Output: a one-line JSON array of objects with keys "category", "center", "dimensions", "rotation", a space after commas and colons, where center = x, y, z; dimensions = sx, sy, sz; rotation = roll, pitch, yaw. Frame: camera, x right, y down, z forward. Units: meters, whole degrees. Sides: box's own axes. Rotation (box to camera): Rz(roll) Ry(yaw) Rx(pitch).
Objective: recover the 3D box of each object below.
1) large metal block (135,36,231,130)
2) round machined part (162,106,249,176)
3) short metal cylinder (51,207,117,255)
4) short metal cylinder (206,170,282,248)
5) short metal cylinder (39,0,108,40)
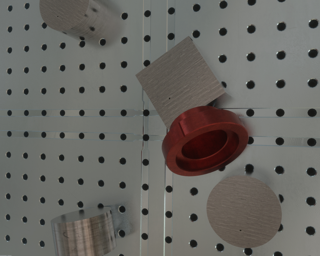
[{"category": "large metal block", "center": [0.030, -0.053, 0.389], "dimensions": [0.080, 0.050, 0.080], "rotation": [-33, 79, 17]}, {"category": "round machined part", "center": [0.049, 0.012, 0.364], "dimensions": [0.098, 0.098, 0.042], "rotation": [-33, 49, 17]}, {"category": "short metal cylinder", "center": [-0.102, 0.142, 0.419], "dimensions": [0.080, 0.080, 0.050], "rotation": [-11, 87, 19]}, {"category": "short metal cylinder", "center": [0.100, 0.092, 0.364], "dimensions": [0.080, 0.050, 0.079], "rotation": [0, 90, 20]}, {"category": "short metal cylinder", "center": [-0.122, -0.172, 0.442], "dimensions": [0.080, 0.050, 0.079], "rotation": [0, 90, 20]}]
